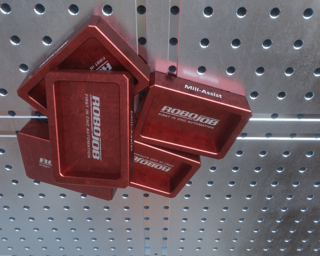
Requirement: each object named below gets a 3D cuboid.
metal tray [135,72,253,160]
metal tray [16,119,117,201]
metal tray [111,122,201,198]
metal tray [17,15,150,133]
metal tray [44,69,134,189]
[{"bbox_3d":[0.038,-0.012,0.397,0.131,0.030,0.089,14,129,-12],"label":"metal tray"},{"bbox_3d":[-0.121,0.045,0.423,0.131,0.030,0.089,14,131,6],"label":"metal tray"},{"bbox_3d":[-0.018,0.050,0.449,0.131,0.030,0.089,20,128,-16],"label":"metal tray"},{"bbox_3d":[-0.087,-0.054,0.360,0.130,0.030,0.090,-32,123,24],"label":"metal tray"},{"bbox_3d":[-0.077,0.001,0.352,0.090,0.030,0.129,3,106,6],"label":"metal tray"}]
